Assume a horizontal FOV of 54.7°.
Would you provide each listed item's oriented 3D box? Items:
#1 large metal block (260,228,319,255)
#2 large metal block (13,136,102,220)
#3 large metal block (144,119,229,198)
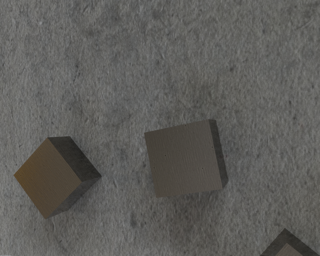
[{"bbox_3d":[0.148,0.175,0.343,0.080,0.050,0.080,39,102,15],"label":"large metal block"},{"bbox_3d":[-0.147,0.069,0.446,0.080,0.050,0.080,-45,77,14],"label":"large metal block"},{"bbox_3d":[0.034,0.037,0.383,0.080,0.050,0.080,-12,86,19],"label":"large metal block"}]
